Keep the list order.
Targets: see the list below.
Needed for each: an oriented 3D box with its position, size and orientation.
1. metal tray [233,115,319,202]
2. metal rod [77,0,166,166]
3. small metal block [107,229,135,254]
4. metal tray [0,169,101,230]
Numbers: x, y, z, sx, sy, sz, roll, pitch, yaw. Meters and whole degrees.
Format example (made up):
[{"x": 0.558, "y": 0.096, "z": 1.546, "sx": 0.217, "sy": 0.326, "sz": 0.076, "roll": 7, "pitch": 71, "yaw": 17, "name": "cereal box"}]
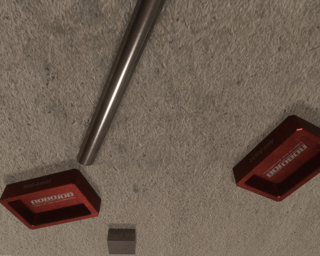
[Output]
[{"x": 0.181, "y": 0.049, "z": 0.448, "sx": 0.091, "sy": 0.030, "sz": 0.129, "roll": 23, "pitch": 126, "yaw": -19, "name": "metal tray"}, {"x": -0.046, "y": -0.060, "z": 0.355, "sx": 0.025, "sy": 0.025, "sz": 0.298, "roll": 18, "pitch": 128, "yaw": -16, "name": "metal rod"}, {"x": -0.072, "y": 0.217, "z": 0.591, "sx": 0.050, "sy": 0.025, "sz": 0.050, "roll": 1, "pitch": 130, "yaw": -2, "name": "small metal block"}, {"x": -0.174, "y": 0.118, "z": 0.501, "sx": 0.130, "sy": 0.030, "sz": 0.090, "roll": -14, "pitch": 129, "yaw": 11, "name": "metal tray"}]
